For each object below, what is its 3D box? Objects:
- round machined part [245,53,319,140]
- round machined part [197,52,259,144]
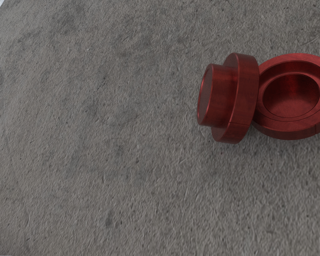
[{"bbox_3d":[0.142,-0.030,0.336,0.098,0.042,0.098,-13,56,21],"label":"round machined part"},{"bbox_3d":[0.068,-0.033,0.338,0.042,0.098,0.098,9,62,-4],"label":"round machined part"}]
